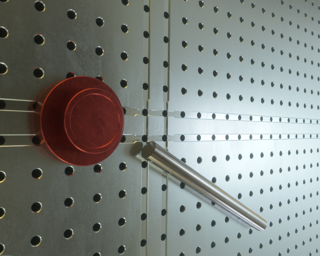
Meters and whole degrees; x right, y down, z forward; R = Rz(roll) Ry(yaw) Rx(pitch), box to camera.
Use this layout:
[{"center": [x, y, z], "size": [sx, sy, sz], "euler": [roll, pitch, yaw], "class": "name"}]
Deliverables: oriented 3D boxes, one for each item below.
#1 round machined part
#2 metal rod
[{"center": [-0.079, -0.007, 0.333], "size": [0.099, 0.042, 0.097], "euler": [0, 90, -40], "class": "round machined part"}, {"center": [0.085, 0.102, 0.483], "size": [0.301, 0.025, 0.025], "euler": [37, 67, -34], "class": "metal rod"}]
